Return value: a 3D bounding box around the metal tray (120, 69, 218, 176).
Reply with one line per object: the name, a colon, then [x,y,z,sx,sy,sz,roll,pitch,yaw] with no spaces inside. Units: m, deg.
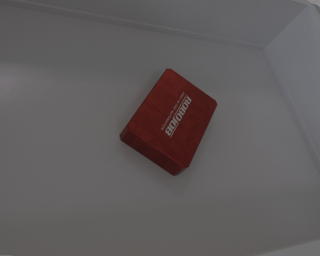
metal tray: [0.016,-0.012,0.418,0.090,0.030,0.130,35,51,-5]
